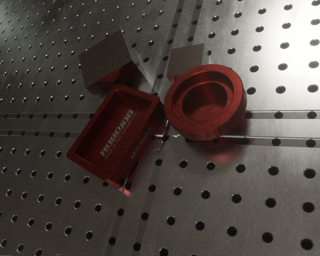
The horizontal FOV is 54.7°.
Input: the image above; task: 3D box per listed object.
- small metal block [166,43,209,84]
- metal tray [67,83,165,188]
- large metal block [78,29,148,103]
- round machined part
[{"bbox_3d":[0.040,-0.089,0.441,0.050,0.025,0.050,-4,60,25],"label":"small metal block"},{"bbox_3d":[-0.059,0.006,0.430,0.090,0.030,0.130,22,73,35],"label":"metal tray"},{"bbox_3d":[-0.075,-0.095,0.488,0.080,0.050,0.080,-28,52,10],"label":"large metal block"},{"bbox_3d":[0.058,-0.027,0.383,0.098,0.042,0.098,-13,56,20],"label":"round machined part"}]
